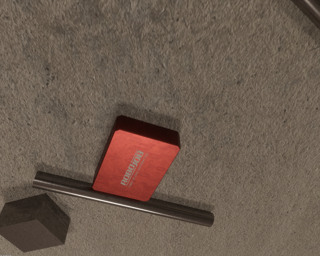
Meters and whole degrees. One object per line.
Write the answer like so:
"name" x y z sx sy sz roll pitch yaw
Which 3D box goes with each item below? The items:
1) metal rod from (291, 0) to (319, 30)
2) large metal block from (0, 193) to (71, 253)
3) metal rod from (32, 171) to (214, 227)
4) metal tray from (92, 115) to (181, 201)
"metal rod" 0.183 -0.105 0.320 0.301 0.025 0.025 30 124 -24
"large metal block" -0.213 0.163 0.526 0.080 0.050 0.080 -15 129 12
"metal rod" -0.050 0.120 0.508 0.302 0.025 0.025 17 128 -15
"metal tray" -0.037 0.049 0.445 0.091 0.030 0.129 17 128 -14
